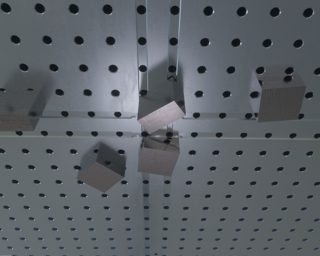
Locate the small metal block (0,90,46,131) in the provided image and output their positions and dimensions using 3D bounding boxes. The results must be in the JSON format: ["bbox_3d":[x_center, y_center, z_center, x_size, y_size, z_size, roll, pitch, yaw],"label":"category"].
[{"bbox_3d":[-0.174,-0.022,0.375,0.050,0.050,0.025,-1,130,0],"label":"small metal block"}]

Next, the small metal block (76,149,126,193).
[{"bbox_3d":[-0.088,0.066,0.467,0.050,0.025,0.050,35,122,-26],"label":"small metal block"}]

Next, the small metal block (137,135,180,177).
[{"bbox_3d":[-0.003,0.041,0.446,0.050,0.025,0.050,10,130,-8],"label":"small metal block"}]

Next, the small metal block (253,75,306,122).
[{"bbox_3d":[0.145,-0.036,0.382,0.050,0.025,0.050,-4,130,3],"label":"small metal block"}]

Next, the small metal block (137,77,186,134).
[{"bbox_3d":[0.002,-0.027,0.372,0.050,0.050,0.025,-27,125,21],"label":"small metal block"}]
